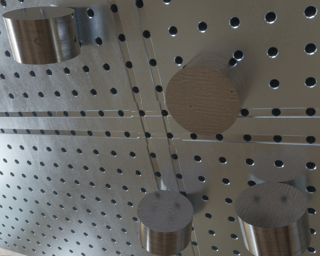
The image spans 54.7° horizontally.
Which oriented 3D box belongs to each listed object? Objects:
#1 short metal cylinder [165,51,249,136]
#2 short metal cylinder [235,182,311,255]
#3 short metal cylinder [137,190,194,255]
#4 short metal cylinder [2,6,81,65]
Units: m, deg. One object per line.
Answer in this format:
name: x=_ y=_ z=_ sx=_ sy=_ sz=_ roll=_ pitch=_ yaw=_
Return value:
short metal cylinder: x=0.053 y=-0.038 z=0.343 sx=0.080 sy=0.050 sz=0.079 roll=13 pitch=124 yaw=20
short metal cylinder: x=0.135 y=0.110 z=0.372 sx=0.080 sy=0.080 sz=0.050 roll=-4 pitch=117 yaw=29
short metal cylinder: x=0.007 y=0.138 z=0.456 sx=0.080 sy=0.080 sz=0.050 roll=14 pitch=124 yaw=20
short metal cylinder: x=-0.141 y=-0.115 z=0.377 sx=0.080 sy=0.080 sz=0.050 roll=13 pitch=124 yaw=21
